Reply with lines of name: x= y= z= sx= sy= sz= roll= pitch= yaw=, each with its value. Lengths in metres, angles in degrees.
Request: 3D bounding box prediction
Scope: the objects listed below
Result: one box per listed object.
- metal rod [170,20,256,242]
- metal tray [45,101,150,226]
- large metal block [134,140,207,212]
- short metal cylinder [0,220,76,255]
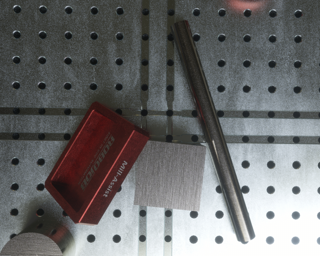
metal rod: x=0.070 y=0.004 z=0.413 sx=0.025 sy=0.025 sz=0.298 roll=-17 pitch=90 yaw=0
metal tray: x=-0.081 y=0.041 z=0.384 sx=0.090 sy=0.030 sz=0.130 roll=31 pitch=90 yaw=39
large metal block: x=0.012 y=0.058 z=0.401 sx=0.080 sy=0.050 sz=0.080 roll=6 pitch=90 yaw=0
short metal cylinder: x=-0.156 y=0.166 z=0.400 sx=0.081 sy=0.050 sz=0.079 roll=0 pitch=90 yaw=0
